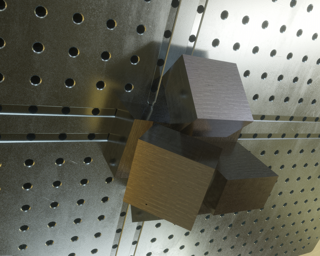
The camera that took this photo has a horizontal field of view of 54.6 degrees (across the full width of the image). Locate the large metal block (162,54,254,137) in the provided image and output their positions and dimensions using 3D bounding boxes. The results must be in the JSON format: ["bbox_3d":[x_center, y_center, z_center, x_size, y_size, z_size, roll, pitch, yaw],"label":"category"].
[{"bbox_3d":[0.056,-0.036,0.374,0.081,0.080,0.050,2,156,-29],"label":"large metal block"}]

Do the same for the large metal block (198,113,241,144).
[{"bbox_3d":[0.057,0.021,0.438,0.081,0.050,0.079,3,117,-30],"label":"large metal block"}]

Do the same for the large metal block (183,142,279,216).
[{"bbox_3d":[0.085,0.060,0.393,0.081,0.080,0.050,1,118,-29],"label":"large metal block"}]

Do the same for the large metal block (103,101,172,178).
[{"bbox_3d":[-0.017,0.017,0.396,0.081,0.050,0.080,7,115,-32],"label":"large metal block"}]

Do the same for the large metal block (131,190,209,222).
[{"bbox_3d":[0.011,0.101,0.436,0.081,0.050,0.080,2,162,-29],"label":"large metal block"}]

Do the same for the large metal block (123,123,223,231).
[{"bbox_3d":[0.014,0.051,0.339,0.080,0.050,0.079,21,115,11],"label":"large metal block"}]
